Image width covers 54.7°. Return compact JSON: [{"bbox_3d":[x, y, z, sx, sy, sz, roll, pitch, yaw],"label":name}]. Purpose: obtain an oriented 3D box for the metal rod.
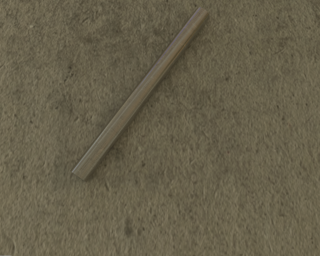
[{"bbox_3d":[-0.018,-0.057,0.428,0.025,0.025,0.300,32,73,10],"label":"metal rod"}]
